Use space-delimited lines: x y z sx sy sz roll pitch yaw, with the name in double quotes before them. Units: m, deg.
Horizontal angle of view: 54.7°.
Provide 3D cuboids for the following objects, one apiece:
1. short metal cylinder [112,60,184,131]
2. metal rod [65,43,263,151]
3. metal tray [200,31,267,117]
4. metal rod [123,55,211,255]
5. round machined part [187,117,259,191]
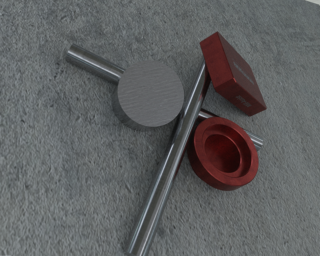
"short metal cylinder" -0.016 -0.038 0.386 0.081 0.050 0.080 2 82 -16
"metal rod" 0.015 -0.037 0.437 0.301 0.025 0.025 25 53 -13
"metal tray" 0.115 -0.078 0.475 0.131 0.030 0.090 22 48 -50
"metal rod" 0.025 0.012 0.389 0.025 0.025 0.300 29 58 -10
"round machined part" 0.078 0.037 0.413 0.099 0.042 0.098 14 56 -21
